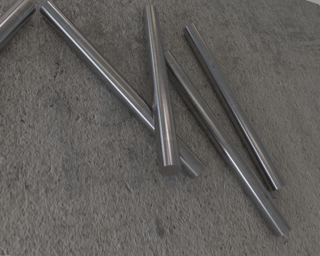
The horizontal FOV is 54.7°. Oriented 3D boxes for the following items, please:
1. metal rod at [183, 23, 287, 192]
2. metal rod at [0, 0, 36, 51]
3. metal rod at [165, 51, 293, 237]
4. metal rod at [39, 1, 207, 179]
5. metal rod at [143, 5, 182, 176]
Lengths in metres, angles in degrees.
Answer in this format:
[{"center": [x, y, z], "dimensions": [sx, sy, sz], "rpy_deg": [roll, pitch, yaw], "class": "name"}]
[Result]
[{"center": [0.110, -0.043, 0.488], "dimensions": [0.025, 0.025, 0.299], "rpy_deg": [-12, 68, -33], "class": "metal rod"}, {"center": [-0.212, -0.046, 0.317], "dimensions": [0.025, 0.025, 0.300], "rpy_deg": [27, 52, -12], "class": "metal rod"}, {"center": [0.085, 0.014, 0.440], "dimensions": [0.025, 0.025, 0.299], "rpy_deg": [-23, 74, -36], "class": "metal rod"}, {"center": [-0.051, -0.053, 0.407], "dimensions": [0.300, 0.025, 0.025], "rpy_deg": [47, 51, 5], "class": "metal rod"}, {"center": [-0.002, -0.073, 0.424], "dimensions": [0.025, 0.025, 0.300], "rpy_deg": [11, 50, -22], "class": "metal rod"}]
